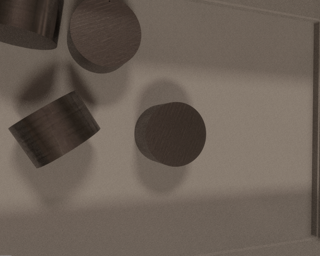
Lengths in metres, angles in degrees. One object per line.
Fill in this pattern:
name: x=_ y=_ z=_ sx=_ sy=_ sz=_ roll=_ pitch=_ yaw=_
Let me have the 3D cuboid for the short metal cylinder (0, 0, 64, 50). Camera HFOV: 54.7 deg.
short metal cylinder: x=-0.147 y=-0.120 z=0.327 sx=0.081 sy=0.080 sz=0.050 roll=9 pitch=87 yaw=-20

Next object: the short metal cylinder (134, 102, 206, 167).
short metal cylinder: x=0.012 y=0.008 z=0.403 sx=0.081 sy=0.050 sz=0.079 roll=0 pitch=90 yaw=-21

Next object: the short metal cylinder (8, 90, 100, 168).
short metal cylinder: x=-0.114 y=0.000 z=0.340 sx=0.080 sy=0.080 sz=0.050 roll=-34 pitch=102 yaw=-17

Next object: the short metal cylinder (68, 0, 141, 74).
short metal cylinder: x=-0.068 y=-0.109 z=0.372 sx=0.081 sy=0.050 sz=0.079 roll=0 pitch=90 yaw=-21
